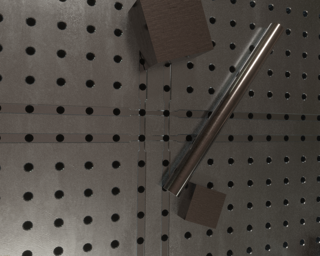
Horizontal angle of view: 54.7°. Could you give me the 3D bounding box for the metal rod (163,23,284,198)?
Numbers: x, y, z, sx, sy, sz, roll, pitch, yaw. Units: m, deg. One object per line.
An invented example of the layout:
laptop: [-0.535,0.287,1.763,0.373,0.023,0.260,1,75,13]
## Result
metal rod: [0.098,-0.033,0.450,0.025,0.025,0.300,38,78,-17]

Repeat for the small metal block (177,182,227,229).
small metal block: [0.059,0.108,0.436,0.050,0.025,0.050,22,83,-19]

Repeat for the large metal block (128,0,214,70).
large metal block: [0.014,-0.128,0.405,0.081,0.050,0.080,-18,96,-19]
